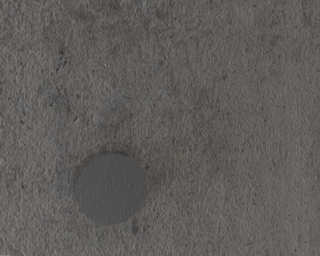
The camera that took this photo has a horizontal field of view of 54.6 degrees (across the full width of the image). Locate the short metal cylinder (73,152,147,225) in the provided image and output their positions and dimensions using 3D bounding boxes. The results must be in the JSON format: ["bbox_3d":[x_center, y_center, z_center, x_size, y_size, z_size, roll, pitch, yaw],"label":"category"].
[{"bbox_3d":[-0.062,0.069,0.373,0.081,0.050,0.080,0,90,-20],"label":"short metal cylinder"}]
